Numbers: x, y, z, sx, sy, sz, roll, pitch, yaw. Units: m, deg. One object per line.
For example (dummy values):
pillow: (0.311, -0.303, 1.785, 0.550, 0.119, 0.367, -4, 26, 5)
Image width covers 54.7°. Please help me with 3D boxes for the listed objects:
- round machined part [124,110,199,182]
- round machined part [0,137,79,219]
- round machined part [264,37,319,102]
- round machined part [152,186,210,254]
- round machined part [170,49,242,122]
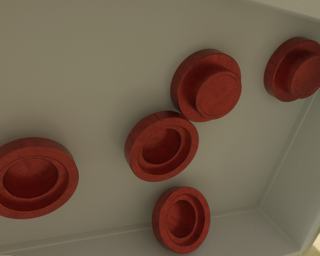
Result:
round machined part: (-0.001, 0.020, 0.411, 0.099, 0.042, 0.097, -14, 125, -21)
round machined part: (-0.146, 0.052, 0.350, 0.099, 0.042, 0.097, -14, 125, -21)
round machined part: (0.209, -0.083, 0.464, 0.099, 0.042, 0.097, -14, 125, -21)
round machined part: (0.028, 0.140, 0.482, 0.099, 0.042, 0.097, 6, 79, -34)
round machined part: (0.067, -0.050, 0.405, 0.099, 0.042, 0.097, -14, 125, -21)
